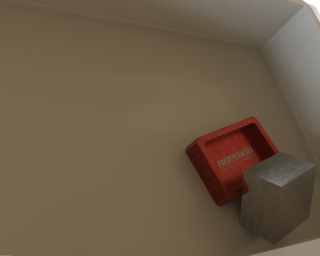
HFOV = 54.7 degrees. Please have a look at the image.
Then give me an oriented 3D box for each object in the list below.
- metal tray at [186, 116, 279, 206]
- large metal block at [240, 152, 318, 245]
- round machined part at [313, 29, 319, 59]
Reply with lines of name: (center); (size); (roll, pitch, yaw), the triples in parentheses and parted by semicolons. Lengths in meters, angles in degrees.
metal tray: (0.111, 0.042, 0.438); (0.131, 0.030, 0.090); (-19, 72, -35)
large metal block: (0.150, 0.086, 0.394); (0.081, 0.050, 0.079); (-17, 115, -35)
round machined part: (0.406, -0.192, 0.737); (0.099, 0.042, 0.098); (14, 56, -21)
